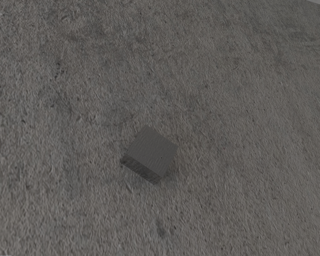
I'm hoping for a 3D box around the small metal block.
[{"bbox_3d":[-0.013,0.032,0.377,0.050,0.025,0.050,35,51,-5],"label":"small metal block"}]
